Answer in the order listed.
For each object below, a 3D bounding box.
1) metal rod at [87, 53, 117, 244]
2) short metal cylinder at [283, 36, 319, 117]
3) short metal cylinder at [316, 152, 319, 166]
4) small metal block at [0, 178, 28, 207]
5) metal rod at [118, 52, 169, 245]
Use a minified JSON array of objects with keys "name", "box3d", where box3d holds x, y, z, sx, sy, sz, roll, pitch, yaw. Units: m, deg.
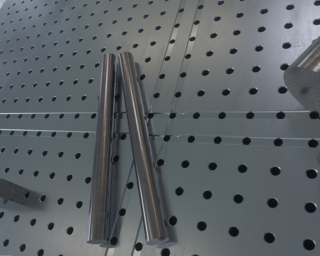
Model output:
[{"name":"metal rod","box3d":[-0.080,0.008,0.444,0.025,0.025,0.299,-16,55,19]},{"name":"short metal cylinder","box3d":[0.175,-0.050,0.312,0.050,0.080,0.080,-45,51,-3]},{"name":"short metal cylinder","box3d":[0.184,0.027,0.260,0.050,0.080,0.080,-49,52,-6]},{"name":"small metal block","box3d":[-0.235,0.097,0.456,0.050,0.050,0.025,-10,58,22]},{"name":"metal rod","box3d":[-0.029,0.004,0.421,0.025,0.025,0.299,-23,53,14]}]
